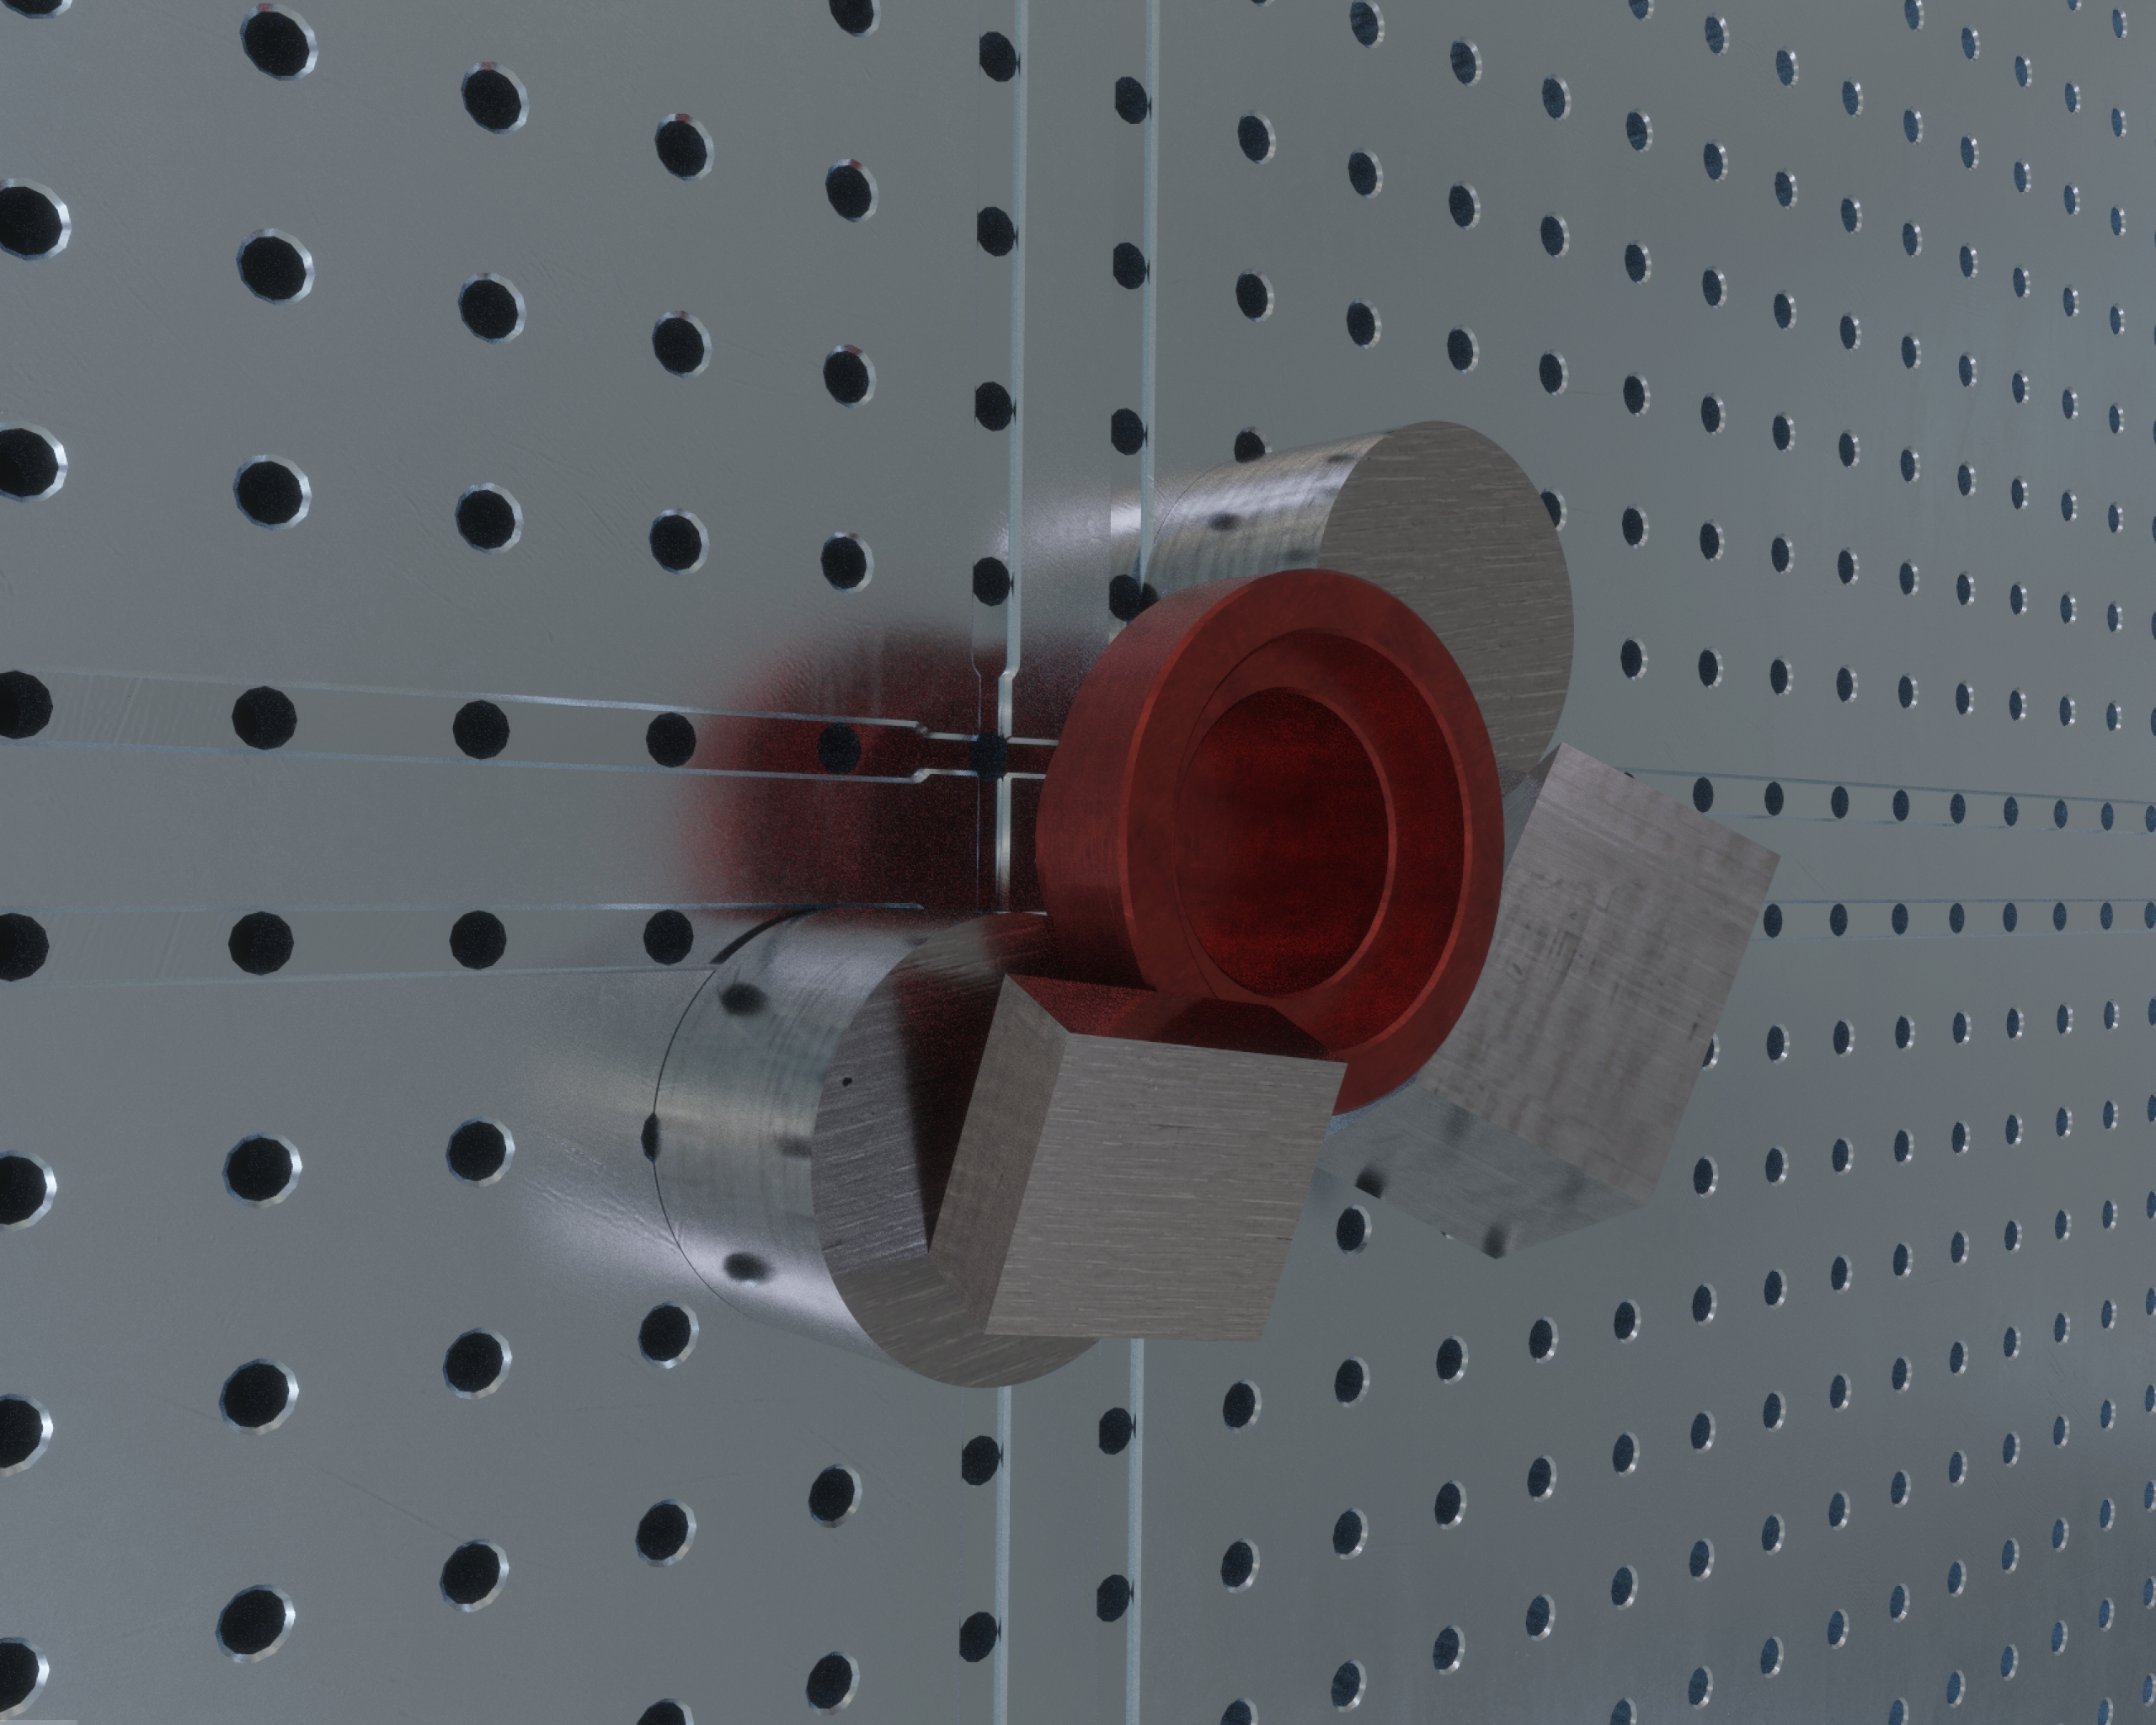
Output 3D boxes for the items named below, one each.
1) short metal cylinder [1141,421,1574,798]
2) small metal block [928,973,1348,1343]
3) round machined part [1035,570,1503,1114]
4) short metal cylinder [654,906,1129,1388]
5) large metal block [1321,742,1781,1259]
[{"bbox_3d":[0.060,-0.050,0.443,0.081,0.050,0.079,0,90,-40],"label":"short metal cylinder"},{"bbox_3d":[0.009,0.048,0.335,0.050,0.025,0.050,9,104,-28],"label":"small metal block"},{"bbox_3d":[0.031,-0.003,0.386,0.099,0.042,0.097,0,90,-40],"label":"round machined part"},{"bbox_3d":[-0.027,0.048,0.370,0.081,0.050,0.079,0,90,-40],"label":"short metal cylinder"},{"bbox_3d":[0.096,0.032,0.445,0.050,0.080,0.080,28,69,-1],"label":"large metal block"}]
